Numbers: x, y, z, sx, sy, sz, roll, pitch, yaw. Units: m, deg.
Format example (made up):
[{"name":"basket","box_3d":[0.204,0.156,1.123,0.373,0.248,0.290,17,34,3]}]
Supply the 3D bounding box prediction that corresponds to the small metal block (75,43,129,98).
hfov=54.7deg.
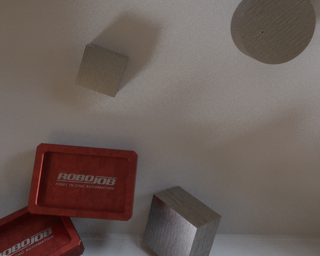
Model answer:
[{"name":"small metal block","box_3d":[-0.071,-0.072,0.384,0.050,0.025,0.050,19,109,-8]}]

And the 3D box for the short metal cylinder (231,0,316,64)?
[{"name":"short metal cylinder","box_3d":[0.127,-0.117,0.357,0.081,0.050,0.079,0,110,-1]}]

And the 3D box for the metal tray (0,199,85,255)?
[{"name":"metal tray","box_3d":[-0.177,0.153,0.401,0.131,0.090,0.030,-25,142,-23]}]

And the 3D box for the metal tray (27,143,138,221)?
[{"name":"metal tray","box_3d":[-0.099,0.071,0.411,0.131,0.030,0.090,5,80,-3]}]

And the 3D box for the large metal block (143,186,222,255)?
[{"name":"large metal block","box_3d":[0.028,0.139,0.427,0.050,0.080,0.079,-7,117,-43]}]
